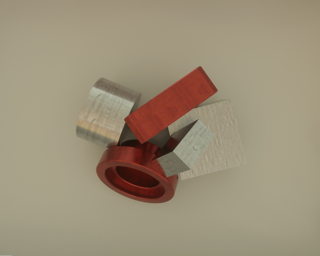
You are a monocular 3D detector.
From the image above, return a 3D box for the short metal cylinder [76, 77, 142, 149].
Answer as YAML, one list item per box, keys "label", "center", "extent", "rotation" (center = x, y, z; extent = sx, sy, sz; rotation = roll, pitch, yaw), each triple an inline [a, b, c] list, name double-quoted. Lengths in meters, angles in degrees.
- label: "short metal cylinder"
  center: [-0.062, -0.016, 0.381]
  extent: [0.050, 0.080, 0.080]
  rotation: [23, 90, -1]

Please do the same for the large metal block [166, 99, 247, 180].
- label: "large metal block"
  center: [0.054, 0.012, 0.391]
  extent: [0.080, 0.050, 0.080]
  rotation: [-14, 95, -1]

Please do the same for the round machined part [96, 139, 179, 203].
- label: "round machined part"
  center: [-0.024, 0.051, 0.383]
  extent: [0.098, 0.097, 0.042]
  rotation: [20, 55, -1]

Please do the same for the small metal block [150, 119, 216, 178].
- label: "small metal block"
  center: [0.024, 0.022, 0.329]
  extent: [0.025, 0.050, 0.050]
  rotation: [46, 58, -7]

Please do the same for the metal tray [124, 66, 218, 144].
- label: "metal tray"
  center: [0.010, -0.023, 0.357]
  extent: [0.090, 0.130, 0.030]
  rotation: [-35, 91, 0]
